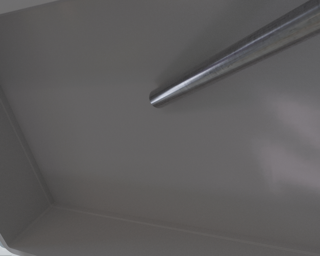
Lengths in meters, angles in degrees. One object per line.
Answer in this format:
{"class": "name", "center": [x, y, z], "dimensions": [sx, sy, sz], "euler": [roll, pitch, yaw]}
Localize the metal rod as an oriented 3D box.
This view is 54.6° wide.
{"class": "metal rod", "center": [0.077, -0.066, 0.267], "dimensions": [0.025, 0.025, 0.299], "euler": [54, 147, -11]}
